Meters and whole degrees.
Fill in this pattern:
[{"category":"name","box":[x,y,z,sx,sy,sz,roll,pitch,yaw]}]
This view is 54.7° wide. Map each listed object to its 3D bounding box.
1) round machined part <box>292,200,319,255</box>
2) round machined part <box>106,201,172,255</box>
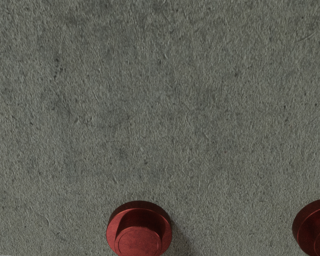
[{"category":"round machined part","box":[0.254,0.157,0.461,0.099,0.042,0.097,0,110,0]},{"category":"round machined part","box":[-0.031,0.161,0.460,0.099,0.042,0.097,0,110,0]}]
